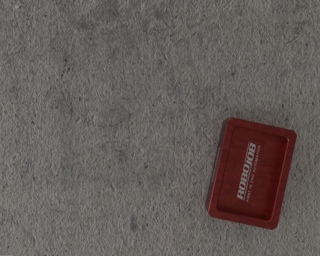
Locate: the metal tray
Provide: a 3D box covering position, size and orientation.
[{"bbox_3d":[0.118,0.058,0.408,0.090,0.030,0.129,12,90,0],"label":"metal tray"}]
